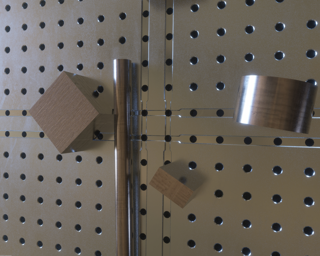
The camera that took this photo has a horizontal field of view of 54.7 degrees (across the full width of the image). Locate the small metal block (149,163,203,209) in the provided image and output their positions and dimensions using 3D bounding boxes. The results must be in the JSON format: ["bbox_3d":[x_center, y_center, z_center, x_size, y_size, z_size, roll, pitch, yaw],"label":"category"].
[{"bbox_3d":[0.021,0.071,0.391,0.050,0.050,0.025,34,101,16],"label":"small metal block"}]

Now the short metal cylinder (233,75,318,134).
[{"bbox_3d":[0.124,-0.025,0.339,0.080,0.080,0.050,11,94,19],"label":"short metal cylinder"}]

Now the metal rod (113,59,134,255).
[{"bbox_3d":[-0.050,0.056,0.429,0.025,0.025,0.298,-1,90,19],"label":"metal rod"}]

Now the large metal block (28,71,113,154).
[{"bbox_3d":[-0.124,-0.021,0.441,0.080,0.050,0.080,-44,77,14],"label":"large metal block"}]
